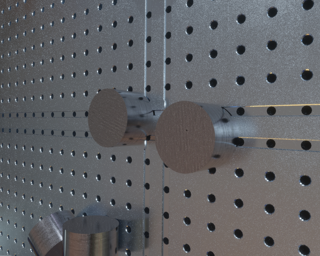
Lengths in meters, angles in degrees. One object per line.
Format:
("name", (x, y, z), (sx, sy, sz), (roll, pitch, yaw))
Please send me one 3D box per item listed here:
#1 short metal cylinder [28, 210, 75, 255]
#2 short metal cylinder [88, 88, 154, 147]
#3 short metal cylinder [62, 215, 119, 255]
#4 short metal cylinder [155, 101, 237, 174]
("short metal cylinder", (-0.166, 0.182, 0.507), (0.050, 0.081, 0.080), (43, 116, 31))
("short metal cylinder", (-0.056, -0.014, 0.437), (0.080, 0.050, 0.079), (0, 90, 39))
("short metal cylinder", (-0.101, 0.166, 0.455), (0.080, 0.081, 0.050), (3, 92, 39))
("short metal cylinder", (0.041, 0.010, 0.358), (0.080, 0.050, 0.079), (0, 90, 39))
